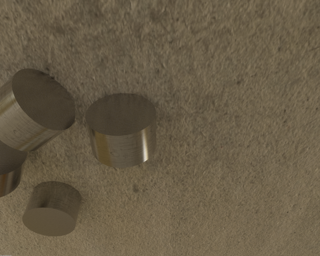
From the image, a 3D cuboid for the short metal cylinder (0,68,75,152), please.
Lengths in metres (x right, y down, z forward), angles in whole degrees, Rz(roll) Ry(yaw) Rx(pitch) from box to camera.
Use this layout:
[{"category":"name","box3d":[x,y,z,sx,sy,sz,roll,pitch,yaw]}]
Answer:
[{"category":"short metal cylinder","box3d":[-0.145,-0.020,0.352,0.050,0.080,0.080,-32,123,24]}]

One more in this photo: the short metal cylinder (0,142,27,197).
[{"category":"short metal cylinder","box3d":[-0.222,0.046,0.407,0.081,0.080,0.050,18,128,-15]}]

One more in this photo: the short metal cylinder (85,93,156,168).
[{"category":"short metal cylinder","box3d":[-0.045,0.001,0.372,0.081,0.080,0.050,0,130,0]}]

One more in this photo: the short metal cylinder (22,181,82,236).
[{"category":"short metal cylinder","box3d":[-0.172,0.131,0.500,0.081,0.050,0.079,0,130,0]}]
